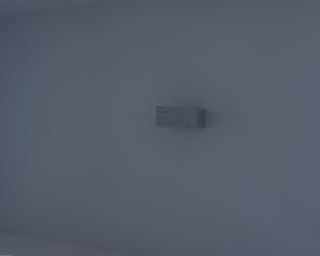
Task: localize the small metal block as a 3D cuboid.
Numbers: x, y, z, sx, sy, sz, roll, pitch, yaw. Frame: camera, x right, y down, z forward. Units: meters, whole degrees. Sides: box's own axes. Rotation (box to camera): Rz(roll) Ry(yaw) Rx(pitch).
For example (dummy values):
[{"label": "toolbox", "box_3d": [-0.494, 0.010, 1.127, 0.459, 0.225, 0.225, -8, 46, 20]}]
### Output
[{"label": "small metal block", "box_3d": [0.027, -0.013, 0.387, 0.050, 0.050, 0.025, 3, 91, 19]}]
